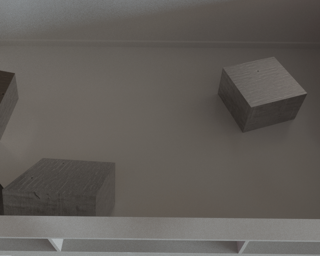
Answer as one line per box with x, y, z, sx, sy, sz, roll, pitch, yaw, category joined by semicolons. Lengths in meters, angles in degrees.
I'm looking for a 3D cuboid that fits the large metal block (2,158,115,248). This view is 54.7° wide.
-0.092;0.069;0.306;0.080;0.050;0.080;3;14;3;large metal block

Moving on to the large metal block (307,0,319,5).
0.355;-0.294;0.640;0.080;0.050;0.080;-37;59;-27;large metal block

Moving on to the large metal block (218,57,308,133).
0.137;-0.048;0.430;0.081;0.050;0.080;-14;52;-12;large metal block

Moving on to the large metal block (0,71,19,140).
-0.242;-0.035;0.405;0.081;0.050;0.080;10;49;-10;large metal block

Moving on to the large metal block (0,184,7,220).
-0.207;0.058;0.319;0.080;0.080;0.050;31;57;23;large metal block
